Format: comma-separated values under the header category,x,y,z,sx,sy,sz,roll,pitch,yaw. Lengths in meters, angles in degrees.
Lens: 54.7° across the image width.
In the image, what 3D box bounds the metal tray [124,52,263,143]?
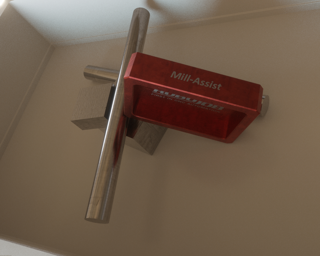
category,x,y,z,sx,sy,sz,roll,pitch,yaw
metal tray,0.029,-0.027,0.329,0.131,0.090,0.030,15,67,0

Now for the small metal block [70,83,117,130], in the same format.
category,x,y,z,sx,sy,sz,roll,pitch,yaw
small metal block,-0.081,-0.027,0.397,0.050,0.025,0.050,-6,59,24

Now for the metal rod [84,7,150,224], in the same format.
category,x,y,z,sx,sy,sz,roll,pitch,yaw
metal rod,-0.046,-0.036,0.385,0.025,0.025,0.299,-6,59,25

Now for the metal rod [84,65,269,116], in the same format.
category,x,y,z,sx,sy,sz,roll,pitch,yaw
metal rod,0.001,-0.060,0.439,0.300,0.025,0.025,16,70,34

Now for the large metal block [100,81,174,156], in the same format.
category,x,y,z,sx,sy,sz,roll,pitch,yaw
large metal block,-0.033,-0.020,0.416,0.080,0.050,0.080,20,72,35
